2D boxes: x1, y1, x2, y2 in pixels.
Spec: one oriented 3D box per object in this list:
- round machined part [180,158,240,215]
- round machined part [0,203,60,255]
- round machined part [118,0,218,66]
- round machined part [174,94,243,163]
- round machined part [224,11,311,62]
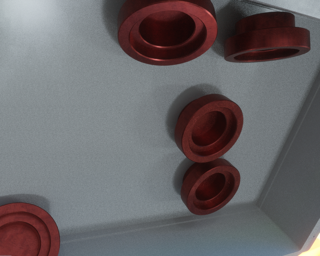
[{"bbox_3d":[0.076,0.088,0.496,0.099,0.042,0.097,-14,125,-21],"label":"round machined part"},{"bbox_3d":[-0.173,0.142,0.368,0.099,0.098,0.042,-2,157,-28],"label":"round machined part"},{"bbox_3d":[0.007,-0.108,0.315,0.099,0.042,0.098,-3,158,-1],"label":"round machined part"},{"bbox_3d":[0.063,-0.003,0.432,0.099,0.042,0.097,-14,125,-21],"label":"round machined part"},{"bbox_3d":[0.127,-0.109,0.374,0.099,0.098,0.042,-4,92,-27],"label":"round machined part"}]
